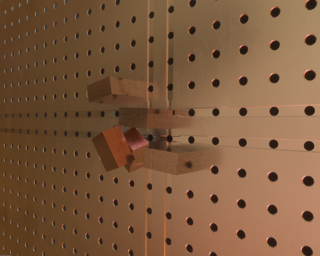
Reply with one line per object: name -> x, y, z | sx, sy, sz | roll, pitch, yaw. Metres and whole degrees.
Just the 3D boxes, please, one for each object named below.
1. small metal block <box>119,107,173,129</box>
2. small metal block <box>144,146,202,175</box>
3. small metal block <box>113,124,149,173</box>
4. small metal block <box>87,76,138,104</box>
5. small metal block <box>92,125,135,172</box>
small metal block -> -0.019, -0.013, 0.410 | 0.050, 0.050, 0.025 | 5, 93, 40
small metal block -> 0.016, 0.038, 0.381 | 0.050, 0.050, 0.025 | 7, 95, 40
small metal block -> -0.043, 0.026, 0.434 | 0.050, 0.025, 0.050 | 47, 144, 29
small metal block -> -0.069, -0.054, 0.452 | 0.050, 0.050, 0.025 | -13, 82, 39
small metal block -> -0.064, 0.029, 0.418 | 0.050, 0.025, 0.050 | -27, 88, 59
